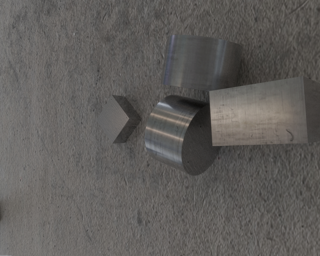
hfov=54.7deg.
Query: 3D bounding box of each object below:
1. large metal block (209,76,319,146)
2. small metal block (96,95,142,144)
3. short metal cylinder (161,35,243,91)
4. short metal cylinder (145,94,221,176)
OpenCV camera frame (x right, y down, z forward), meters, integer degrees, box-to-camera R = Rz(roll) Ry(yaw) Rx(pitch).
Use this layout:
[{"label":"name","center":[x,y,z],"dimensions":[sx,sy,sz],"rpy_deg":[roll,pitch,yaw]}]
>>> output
[{"label":"large metal block","center":[0.102,-0.011,0.285],"dimensions":[0.080,0.081,0.050],"rpy_deg":[-5,87,40]},{"label":"small metal block","center":[-0.061,-0.013,0.455],"dimensions":[0.050,0.025,0.050],"rpy_deg":[52,120,27]},{"label":"short metal cylinder","center":[0.044,-0.066,0.333],"dimensions":[0.080,0.081,0.050],"rpy_deg":[15,100,39]},{"label":"short metal cylinder","center":[0.029,0.007,0.345],"dimensions":[0.050,0.081,0.079],"rpy_deg":[19,102,38]}]
